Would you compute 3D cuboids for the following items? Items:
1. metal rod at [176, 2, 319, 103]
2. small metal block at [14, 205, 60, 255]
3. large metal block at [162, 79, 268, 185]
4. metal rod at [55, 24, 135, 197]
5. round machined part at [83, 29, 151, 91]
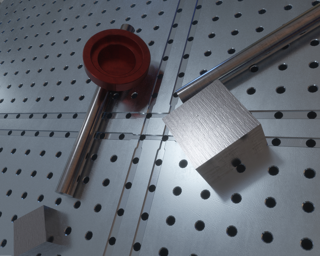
[{"bbox_3d":[0.155,-0.116,0.397,0.300,0.025,0.025,-31,52,7],"label":"metal rod"},{"bbox_3d":[-0.163,0.138,0.407,0.050,0.025,0.050,-29,52,9],"label":"small metal block"},{"bbox_3d":[0.062,0.004,0.356,0.080,0.050,0.080,-36,51,4],"label":"large metal block"},{"bbox_3d":[-0.093,-0.042,0.480,0.025,0.025,0.300,2,62,28],"label":"metal rod"},{"bbox_3d":[-0.065,-0.098,0.471,0.099,0.042,0.098,3,67,-8],"label":"round machined part"}]
